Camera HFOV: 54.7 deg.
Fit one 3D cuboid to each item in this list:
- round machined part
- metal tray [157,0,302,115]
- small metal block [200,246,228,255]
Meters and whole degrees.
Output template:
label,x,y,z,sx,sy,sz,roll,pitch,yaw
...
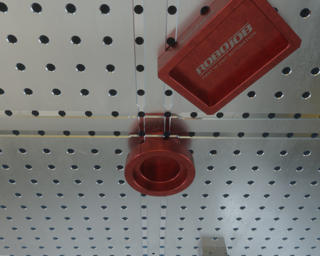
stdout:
label,x,y,z,sx,sy,sz,roll,pitch,yaw
round machined part,0.000,0.052,0.445,0.099,0.042,0.097,-1,130,0
metal tray,0.071,-0.082,0.339,0.090,0.030,0.130,34,122,-26
small metal block,0.110,0.272,0.645,0.050,0.025,0.050,3,130,-3
